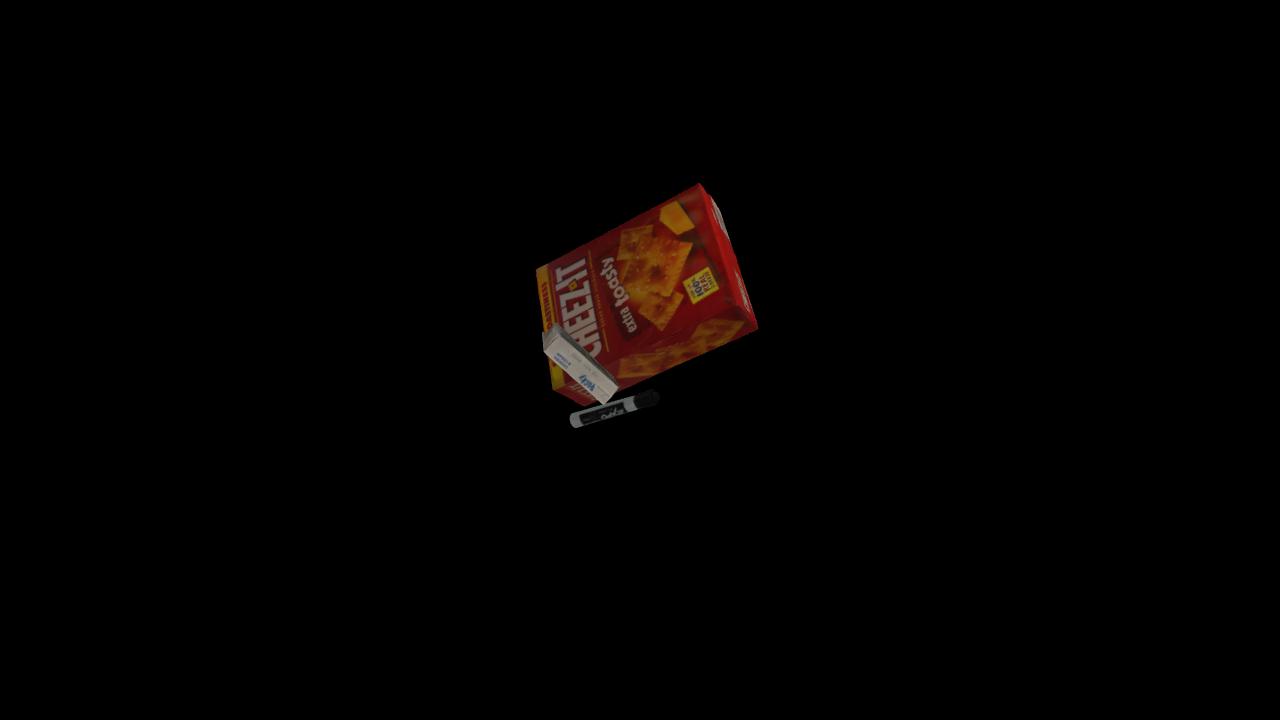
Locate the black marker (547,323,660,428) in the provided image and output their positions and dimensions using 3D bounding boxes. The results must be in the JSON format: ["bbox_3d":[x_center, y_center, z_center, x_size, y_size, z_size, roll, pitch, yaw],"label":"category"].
[{"bbox_3d":[-0.030,0.057,0.721,0.121,0.020,0.020,-18,-9,29],"label":"black marker"}]

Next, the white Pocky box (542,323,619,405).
[{"bbox_3d":[-0.067,-0.003,0.666,0.084,0.028,0.154,42,1,-13],"label":"white Pocky box"}]

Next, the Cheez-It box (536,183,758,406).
[{"bbox_3d":[-0.001,-0.069,0.673,0.223,0.166,0.071,-24,-31,21],"label":"Cheez-It box"}]
